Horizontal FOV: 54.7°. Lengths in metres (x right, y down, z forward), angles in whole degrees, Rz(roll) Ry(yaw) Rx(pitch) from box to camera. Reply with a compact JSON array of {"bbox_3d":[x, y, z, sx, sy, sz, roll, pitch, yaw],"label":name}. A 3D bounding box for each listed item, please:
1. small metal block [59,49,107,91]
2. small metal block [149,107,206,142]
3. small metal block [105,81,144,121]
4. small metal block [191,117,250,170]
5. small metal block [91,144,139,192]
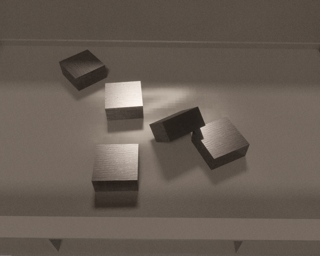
[{"bbox_3d":[-0.119,-0.090,0.479,0.050,0.025,0.050,-32,57,-25],"label":"small metal block"},{"bbox_3d":[0.021,-0.004,0.390,0.050,0.050,0.025,-24,95,-19],"label":"small metal block"},{"bbox_3d":[-0.050,-0.039,0.437,0.050,0.025,0.050,-4,50,-4],"label":"small metal block"},{"bbox_3d":[0.075,0.018,0.391,0.050,0.025,0.050,-20,53,-17],"label":"small metal block"},{"bbox_3d":[-0.051,0.046,0.365,0.050,0.025,0.050,-1,50,-1],"label":"small metal block"}]
